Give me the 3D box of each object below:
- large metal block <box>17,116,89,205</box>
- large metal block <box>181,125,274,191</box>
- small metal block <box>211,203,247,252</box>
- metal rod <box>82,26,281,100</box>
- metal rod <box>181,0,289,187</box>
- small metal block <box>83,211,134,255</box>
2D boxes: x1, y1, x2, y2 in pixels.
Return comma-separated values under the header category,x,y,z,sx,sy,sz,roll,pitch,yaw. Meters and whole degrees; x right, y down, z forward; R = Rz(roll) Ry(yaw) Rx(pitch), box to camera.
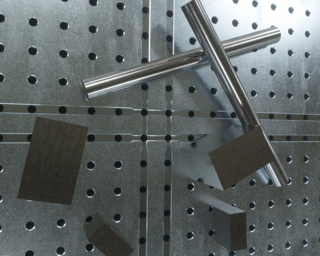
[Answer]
category,x,y,z,sx,sy,sz,roll,pitch,yaw
large metal block,-0.117,0.032,0.340,0.050,0.080,0.080,13,86,-20
large metal block,0.087,0.035,0.415,0.081,0.080,0.050,-26,99,-18
small metal block,0.096,0.138,0.435,0.025,0.050,0.050,-2,91,-20
metal rod,0.043,-0.095,0.427,0.302,0.025,0.025,-20,97,-19
metal rod,0.112,-0.038,0.435,0.025,0.025,0.299,-38,109,-16
small metal block,-0.064,0.133,0.376,0.025,0.050,0.050,-46,105,-14
